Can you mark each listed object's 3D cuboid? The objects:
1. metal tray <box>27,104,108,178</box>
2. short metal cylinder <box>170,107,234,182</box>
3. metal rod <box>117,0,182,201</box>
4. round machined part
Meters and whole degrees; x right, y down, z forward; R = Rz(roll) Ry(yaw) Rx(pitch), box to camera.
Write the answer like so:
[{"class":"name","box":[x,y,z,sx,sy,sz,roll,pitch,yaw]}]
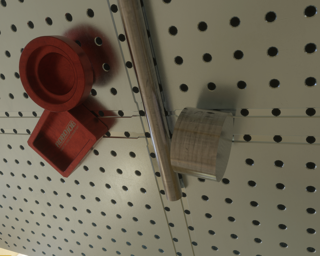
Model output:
[{"class":"metal tray","box":[-0.150,0.014,0.493,0.090,0.030,0.129,43,129,-2]},{"class":"short metal cylinder","box":[0.051,0.018,0.359,0.050,0.080,0.079,10,123,23]},{"class":"metal rod","box":[-0.009,-0.030,0.395,0.025,0.025,0.298,1,119,27]},{"class":"round machined part","box":[-0.133,-0.073,0.414,0.098,0.042,0.097,6,110,16]}]
